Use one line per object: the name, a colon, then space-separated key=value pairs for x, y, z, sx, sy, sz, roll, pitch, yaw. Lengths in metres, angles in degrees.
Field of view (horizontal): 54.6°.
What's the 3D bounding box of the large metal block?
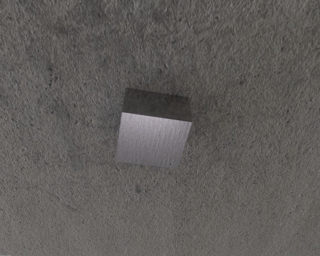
large metal block: x=-0.010 y=0.002 z=0.392 sx=0.080 sy=0.050 sz=0.079 roll=8 pitch=130 yaw=-7
